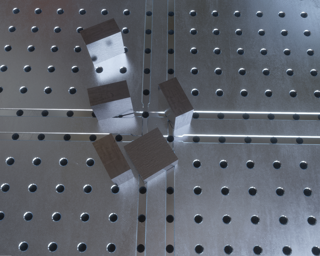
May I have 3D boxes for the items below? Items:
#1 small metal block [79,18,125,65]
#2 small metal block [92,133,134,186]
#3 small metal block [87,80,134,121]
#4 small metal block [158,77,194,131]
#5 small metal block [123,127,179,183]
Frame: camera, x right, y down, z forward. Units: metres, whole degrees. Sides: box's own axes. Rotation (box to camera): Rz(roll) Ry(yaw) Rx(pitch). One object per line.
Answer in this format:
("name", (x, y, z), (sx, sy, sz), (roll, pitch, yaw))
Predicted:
("small metal block", (-0.081, -0.122, 0.443), (0.050, 0.050, 0.025), (-25, 72, -9))
("small metal block", (-0.057, 0.041, 0.383), (0.025, 0.050, 0.050), (-28, 73, -10))
("small metal block", (-0.064, -0.035, 0.411), (0.050, 0.050, 0.025), (-14, 71, -5))
("small metal block", (0.020, -0.031, 0.410), (0.025, 0.050, 0.050), (-24, 72, -8))
("small metal block", (-0.011, 0.035, 0.399), (0.050, 0.025, 0.050), (-30, 73, -10))
